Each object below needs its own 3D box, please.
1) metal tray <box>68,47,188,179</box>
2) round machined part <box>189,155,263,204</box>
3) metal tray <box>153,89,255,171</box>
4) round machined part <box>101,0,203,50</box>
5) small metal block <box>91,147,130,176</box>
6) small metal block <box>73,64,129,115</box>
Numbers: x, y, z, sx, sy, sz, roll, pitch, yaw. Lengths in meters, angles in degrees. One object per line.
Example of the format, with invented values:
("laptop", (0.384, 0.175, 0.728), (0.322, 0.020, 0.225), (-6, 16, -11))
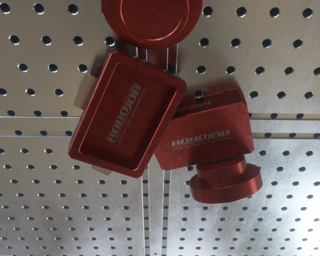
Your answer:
("metal tray", (-0.038, -0.014, 0.354), (0.091, 0.030, 0.129), (22, 106, -19))
("round machined part", (0.088, 0.065, 0.430), (0.098, 0.098, 0.042), (-13, 97, 11))
("metal tray", (0.053, 0.006, 0.414), (0.130, 0.030, 0.090), (-13, 129, 11))
("round machined part", (-0.008, -0.120, 0.298), (0.099, 0.042, 0.097), (0, 130, 0))
("small metal block", (-0.064, 0.028, 0.418), (0.025, 0.050, 0.050), (33, 123, -25))
("small metal block", (-0.070, -0.041, 0.376), (0.050, 0.025, 0.050), (25, 126, -20))
